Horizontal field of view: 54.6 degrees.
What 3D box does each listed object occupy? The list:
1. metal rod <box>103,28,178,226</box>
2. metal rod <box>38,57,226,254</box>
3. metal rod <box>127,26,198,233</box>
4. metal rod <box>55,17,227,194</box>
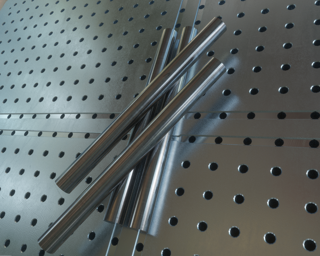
[{"bbox_3d":[-0.020,-0.018,0.431,0.025,0.025,0.300,1,62,29],"label":"metal rod"},{"bbox_3d":[-0.030,0.029,0.375,0.300,0.025,0.025,-46,51,-5],"label":"metal rod"},{"bbox_3d":[0.010,-0.016,0.414,0.025,0.025,0.300,1,62,29],"label":"metal rod"},{"bbox_3d":[-0.022,-0.033,0.410,0.300,0.025,0.025,-46,51,-5],"label":"metal rod"}]
